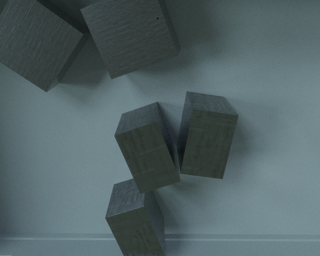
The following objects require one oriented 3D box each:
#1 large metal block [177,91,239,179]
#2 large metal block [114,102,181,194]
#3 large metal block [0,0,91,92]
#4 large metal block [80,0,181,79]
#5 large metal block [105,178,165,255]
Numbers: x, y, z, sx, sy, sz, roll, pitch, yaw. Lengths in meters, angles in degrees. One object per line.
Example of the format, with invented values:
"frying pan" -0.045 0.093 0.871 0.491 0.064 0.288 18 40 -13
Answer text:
"large metal block" 0.054 0.006 0.385 0.050 0.080 0.079 8 110 -3
"large metal block" -0.013 0.022 0.390 0.050 0.080 0.080 -19 109 6
"large metal block" -0.139 -0.101 0.359 0.080 0.050 0.080 35 106 -12
"large metal block" -0.029 -0.111 0.351 0.080 0.050 0.080 -17 110 14
"large metal block" -0.030 0.124 0.427 0.050 0.080 0.080 -18 109 6
